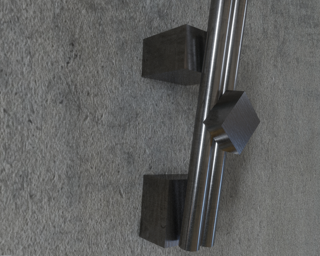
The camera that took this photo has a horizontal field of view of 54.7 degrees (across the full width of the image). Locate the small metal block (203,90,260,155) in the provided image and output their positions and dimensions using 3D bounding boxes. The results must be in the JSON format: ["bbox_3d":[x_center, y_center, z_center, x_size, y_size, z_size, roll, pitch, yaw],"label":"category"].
[{"bbox_3d":[0.082,-0.007,0.347,0.050,0.025,0.050,-53,126,-20],"label":"small metal block"}]

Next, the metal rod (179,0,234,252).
[{"bbox_3d":[0.053,-0.008,0.355,0.025,0.025,0.298,4,95,-40],"label":"metal rod"}]

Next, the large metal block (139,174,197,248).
[{"bbox_3d":[0.023,0.104,0.408,0.081,0.050,0.080,6,86,-40],"label":"large metal block"}]

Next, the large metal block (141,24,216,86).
[{"bbox_3d":[0.033,-0.088,0.398,0.081,0.080,0.050,4,88,-40],"label":"large metal block"}]

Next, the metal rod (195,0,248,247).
[{"bbox_3d":[0.073,-0.007,0.372,0.025,0.025,0.298,4,95,-40],"label":"metal rod"}]
